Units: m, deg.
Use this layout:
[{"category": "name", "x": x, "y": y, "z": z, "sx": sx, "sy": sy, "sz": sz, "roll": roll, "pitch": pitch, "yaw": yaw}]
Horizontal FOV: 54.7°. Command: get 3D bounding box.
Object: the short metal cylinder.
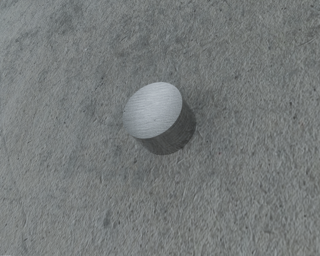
[{"category": "short metal cylinder", "x": 0.000, "y": -0.011, "z": 0.395, "sx": 0.080, "sy": 0.050, "sz": 0.080, "roll": -13, "pitch": 56, "yaw": 20}]
